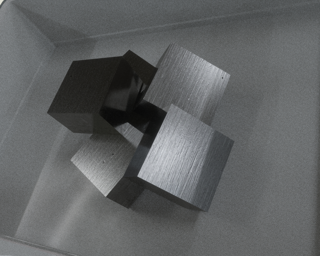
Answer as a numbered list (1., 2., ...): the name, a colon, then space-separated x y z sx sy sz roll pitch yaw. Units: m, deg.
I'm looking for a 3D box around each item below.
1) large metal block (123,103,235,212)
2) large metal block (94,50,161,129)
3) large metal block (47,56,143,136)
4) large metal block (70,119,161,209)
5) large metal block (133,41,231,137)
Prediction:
1. large metal block: 0.020 0.033 0.328 0.080 0.080 0.050 -65 16 -18
2. large metal block: -0.039 -0.053 0.440 0.080 0.050 0.080 -45 51 -4
3. large metal block: -0.079 -0.039 0.385 0.080 0.050 0.080 2 61 30
4. large metal block: -0.049 0.038 0.385 0.080 0.050 0.080 34 80 38
5. large metal block: 0.026 -0.042 0.371 0.080 0.050 0.080 28 71 -10
